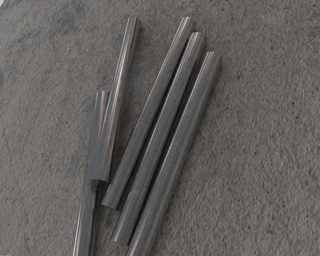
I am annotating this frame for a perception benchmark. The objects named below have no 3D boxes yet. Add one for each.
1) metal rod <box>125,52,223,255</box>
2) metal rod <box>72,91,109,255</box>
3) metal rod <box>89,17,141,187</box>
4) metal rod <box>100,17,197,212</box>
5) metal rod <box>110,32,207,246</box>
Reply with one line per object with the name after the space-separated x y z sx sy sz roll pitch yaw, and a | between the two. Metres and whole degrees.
0.019 0.033 0.373 0.025 0.025 0.300 10 66 32 | metal rod
-0.089 0.078 0.402 0.025 0.025 0.299 -13 56 21 | metal rod
-0.060 -0.058 0.461 0.025 0.025 0.300 -9 55 23 | metal rod
-0.008 -0.033 0.428 0.025 0.025 0.300 9 66 32 | metal rod
0.006 -0.001 0.401 0.025 0.025 0.300 8 65 31 | metal rod
